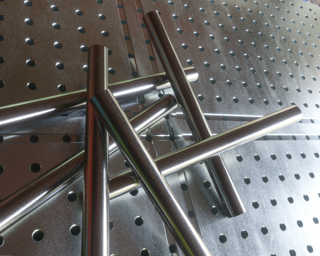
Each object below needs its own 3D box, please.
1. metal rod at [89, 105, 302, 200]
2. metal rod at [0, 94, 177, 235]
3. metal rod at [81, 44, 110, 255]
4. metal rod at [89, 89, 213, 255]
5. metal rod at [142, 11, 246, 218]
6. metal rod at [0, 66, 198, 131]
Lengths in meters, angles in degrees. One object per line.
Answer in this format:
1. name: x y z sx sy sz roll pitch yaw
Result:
1. metal rod: 0.058 0.026 0.381 0.302 0.025 0.025 -19 72 -22
2. metal rod: -0.080 0.033 0.343 0.025 0.025 0.302 49 51 6
3. metal rod: -0.065 0.034 0.318 0.025 0.025 0.299 8 58 -24
4. metal rod: 0.016 0.093 0.324 0.025 0.025 0.299 -32 90 -38
5. metal rod: 0.042 -0.026 0.422 0.025 0.025 0.299 -15 77 -34
6. metal rod: -0.067 -0.044 0.398 0.302 0.025 0.025 -19 72 -35
